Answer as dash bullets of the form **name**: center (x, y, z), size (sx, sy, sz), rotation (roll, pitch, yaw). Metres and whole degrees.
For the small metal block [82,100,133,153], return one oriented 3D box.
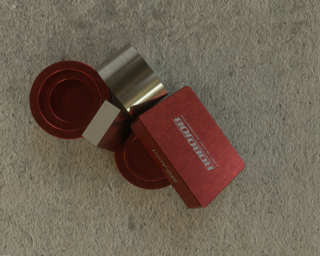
- **small metal block**: center (-0.060, 0.000, 0.380), size (0.025, 0.050, 0.050), rotation (33, 90, 24)

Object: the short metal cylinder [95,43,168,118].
- **short metal cylinder**: center (-0.035, -0.057, 0.384), size (0.050, 0.080, 0.080), rotation (-38, 90, 0)

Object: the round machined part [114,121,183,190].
- **round machined part**: center (-0.011, 0.032, 0.402), size (0.099, 0.042, 0.097), rotation (0, 90, -1)

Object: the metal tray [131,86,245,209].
- **metal tray**: center (0.037, 0.022, 0.387), size (0.091, 0.030, 0.130), rotation (-36, 90, -32)

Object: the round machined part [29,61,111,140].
- **round machined part**: center (-0.111, -0.035, 0.401), size (0.099, 0.042, 0.097), rotation (0, 90, -1)
